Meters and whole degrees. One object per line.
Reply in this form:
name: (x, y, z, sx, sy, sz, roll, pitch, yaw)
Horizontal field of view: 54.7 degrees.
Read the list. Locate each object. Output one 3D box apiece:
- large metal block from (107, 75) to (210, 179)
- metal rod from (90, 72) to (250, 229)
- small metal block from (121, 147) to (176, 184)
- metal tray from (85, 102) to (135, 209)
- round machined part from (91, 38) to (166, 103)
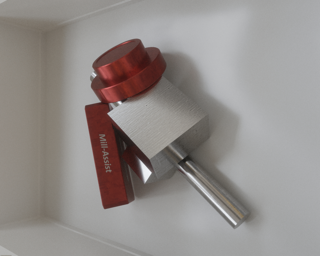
large metal block: (0.000, -0.002, 0.361, 0.080, 0.050, 0.080, -37, 58, -14)
metal rod: (-0.005, 0.009, 0.407, 0.300, 0.025, 0.025, 44, 116, 30)
small metal block: (-0.012, 0.042, 0.396, 0.050, 0.050, 0.025, 45, 117, 30)
metal tray: (-0.065, 0.038, 0.416, 0.030, 0.090, 0.129, -12, 80, -2)
round machined part: (-0.045, -0.077, 0.390, 0.098, 0.098, 0.042, -2, 129, 39)
